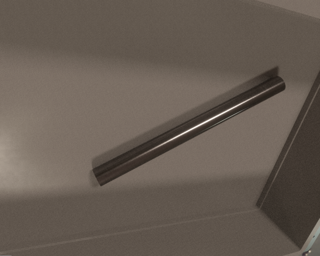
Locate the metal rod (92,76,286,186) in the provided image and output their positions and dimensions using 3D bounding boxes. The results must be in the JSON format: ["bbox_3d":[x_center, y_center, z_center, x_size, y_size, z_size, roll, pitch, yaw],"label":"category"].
[{"bbox_3d":[0.049,-0.001,0.436,0.302,0.025,0.025,-27,128,-12],"label":"metal rod"}]
